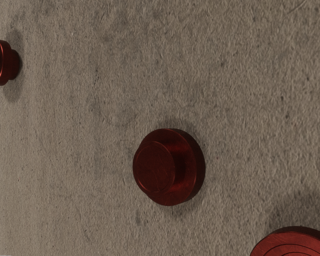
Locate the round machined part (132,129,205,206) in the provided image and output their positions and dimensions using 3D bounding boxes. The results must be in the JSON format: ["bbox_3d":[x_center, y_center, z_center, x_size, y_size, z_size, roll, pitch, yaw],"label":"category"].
[{"bbox_3d":[0.004,0.049,0.389,0.098,0.042,0.097,0,90,39],"label":"round machined part"}]

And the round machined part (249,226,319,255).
[{"bbox_3d":[0.134,0.139,0.283,0.098,0.042,0.097,0,90,39],"label":"round machined part"}]

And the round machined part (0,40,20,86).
[{"bbox_3d":[-0.340,-0.140,0.670,0.098,0.042,0.097,0,90,39],"label":"round machined part"}]
